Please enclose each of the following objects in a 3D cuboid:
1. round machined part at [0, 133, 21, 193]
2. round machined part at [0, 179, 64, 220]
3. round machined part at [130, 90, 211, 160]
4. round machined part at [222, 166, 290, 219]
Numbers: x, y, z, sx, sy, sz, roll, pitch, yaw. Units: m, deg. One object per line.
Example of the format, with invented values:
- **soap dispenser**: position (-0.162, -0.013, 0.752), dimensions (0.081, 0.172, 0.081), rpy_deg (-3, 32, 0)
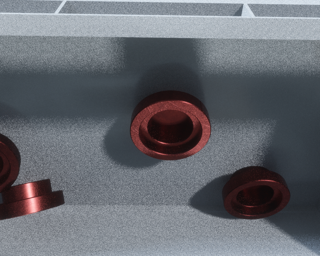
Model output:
- **round machined part**: position (-0.242, 0.043, 0.419), dimensions (0.099, 0.042, 0.097), rpy_deg (-8, 120, -14)
- **round machined part**: position (-0.196, 0.103, 0.461), dimensions (0.099, 0.042, 0.098), rpy_deg (-12, 174, -1)
- **round machined part**: position (0.013, -0.008, 0.391), dimensions (0.099, 0.042, 0.097), rpy_deg (0, 130, 0)
- **round machined part**: position (0.145, 0.097, 0.481), dimensions (0.099, 0.042, 0.097), rpy_deg (0, 130, 0)
